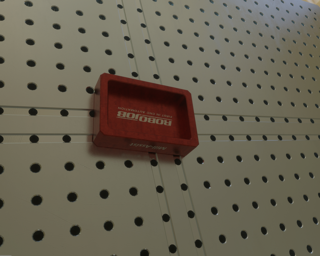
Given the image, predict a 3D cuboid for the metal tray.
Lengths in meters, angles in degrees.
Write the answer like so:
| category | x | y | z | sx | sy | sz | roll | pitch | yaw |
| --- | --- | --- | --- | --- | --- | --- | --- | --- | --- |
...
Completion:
| category | x | y | z | sx | sy | sz | roll | pitch | yaw |
| --- | --- | --- | --- | --- | --- | --- | --- | --- | --- |
| metal tray | -0.018 | -0.016 | 0.404 | 0.131 | 0.030 | 0.090 | 9 | 58 | -24 |
